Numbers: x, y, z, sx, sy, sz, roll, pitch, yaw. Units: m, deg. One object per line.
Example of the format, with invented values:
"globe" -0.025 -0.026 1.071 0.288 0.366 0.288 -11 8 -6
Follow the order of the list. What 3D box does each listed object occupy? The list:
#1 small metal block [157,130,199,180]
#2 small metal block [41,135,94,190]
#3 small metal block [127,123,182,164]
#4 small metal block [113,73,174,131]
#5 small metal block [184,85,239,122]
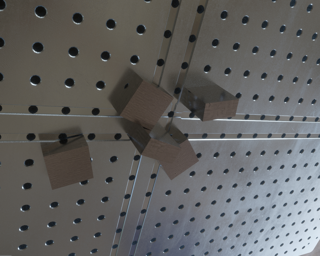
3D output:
"small metal block" 0.022 0.039 0.447 0.050 0.025 0.050 -34 129 -6
"small metal block" -0.111 0.041 0.375 0.050 0.025 0.050 -14 124 -21
"small metal block" -0.008 0.017 0.401 0.050 0.050 0.025 21 107 -36
"small metal block" -0.020 -0.032 0.380 0.050 0.025 0.050 26 104 -37
"small metal block" 0.066 -0.034 0.409 0.050 0.050 0.025 -9 122 -24
